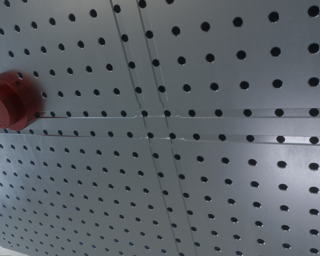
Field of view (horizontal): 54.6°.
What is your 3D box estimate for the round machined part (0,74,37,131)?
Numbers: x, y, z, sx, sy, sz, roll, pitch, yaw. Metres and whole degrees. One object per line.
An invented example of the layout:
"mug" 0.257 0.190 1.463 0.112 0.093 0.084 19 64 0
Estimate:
"round machined part" -0.259 -0.037 0.515 0.098 0.042 0.097 13 124 21
